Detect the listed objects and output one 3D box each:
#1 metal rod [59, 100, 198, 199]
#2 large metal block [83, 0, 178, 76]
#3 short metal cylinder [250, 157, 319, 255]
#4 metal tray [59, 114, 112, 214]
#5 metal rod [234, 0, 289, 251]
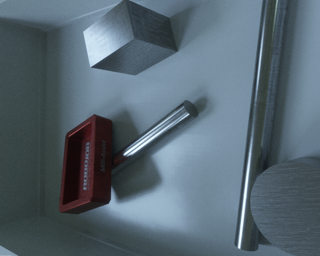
[{"bbox_3d":[-0.063,0.051,0.456,0.299,0.025,0.025,-37,68,33],"label":"metal rod"},{"bbox_3d":[-0.038,-0.111,0.400,0.080,0.081,0.050,-21,77,38],"label":"large metal block"},{"bbox_3d":[0.131,0.068,0.282,0.080,0.050,0.079,0,90,39],"label":"short metal cylinder"},{"bbox_3d":[-0.111,0.055,0.463,0.090,0.030,0.130,-27,55,39],"label":"metal tray"},{"bbox_3d":[0.106,-0.023,0.318,0.025,0.025,0.298,9,96,39],"label":"metal rod"}]
